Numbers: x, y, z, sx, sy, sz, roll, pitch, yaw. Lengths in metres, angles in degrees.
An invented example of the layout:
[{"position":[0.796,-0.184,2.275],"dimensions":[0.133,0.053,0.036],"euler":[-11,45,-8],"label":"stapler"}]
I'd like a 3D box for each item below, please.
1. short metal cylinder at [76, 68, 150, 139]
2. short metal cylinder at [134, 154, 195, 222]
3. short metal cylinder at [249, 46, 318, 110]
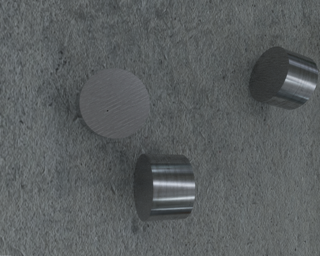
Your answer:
[{"position":[-0.058,-0.028,0.374],"dimensions":[0.081,0.050,0.080],"euler":[0,90,-20],"label":"short metal cylinder"},{"position":[0.003,0.072,0.381],"dimensions":[0.050,0.080,0.080],"euler":[3,89,-20],"label":"short metal cylinder"},{"position":[0.174,-0.070,0.444],"dimensions":[0.050,0.080,0.080],"euler":[13,86,-20],"label":"short metal cylinder"}]
